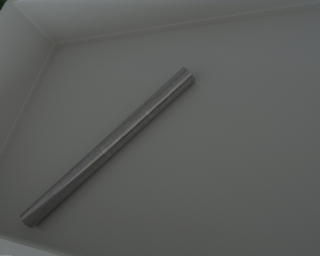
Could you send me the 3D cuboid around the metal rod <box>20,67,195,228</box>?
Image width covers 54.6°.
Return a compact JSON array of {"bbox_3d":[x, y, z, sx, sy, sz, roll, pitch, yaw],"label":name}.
[{"bbox_3d":[-0.070,0.026,0.427,0.300,0.025,0.025,-42,51,-1],"label":"metal rod"}]
